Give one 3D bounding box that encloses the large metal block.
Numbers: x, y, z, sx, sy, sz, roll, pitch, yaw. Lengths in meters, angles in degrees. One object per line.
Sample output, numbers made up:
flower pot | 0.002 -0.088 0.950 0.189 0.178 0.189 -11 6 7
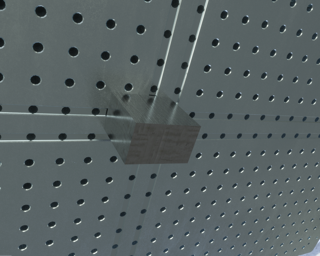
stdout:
large metal block | -0.012 -0.001 0.368 0.081 0.080 0.050 3 117 -30
